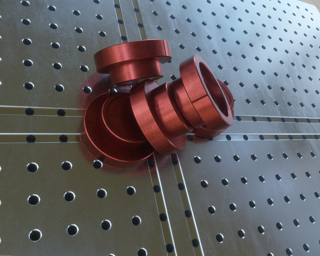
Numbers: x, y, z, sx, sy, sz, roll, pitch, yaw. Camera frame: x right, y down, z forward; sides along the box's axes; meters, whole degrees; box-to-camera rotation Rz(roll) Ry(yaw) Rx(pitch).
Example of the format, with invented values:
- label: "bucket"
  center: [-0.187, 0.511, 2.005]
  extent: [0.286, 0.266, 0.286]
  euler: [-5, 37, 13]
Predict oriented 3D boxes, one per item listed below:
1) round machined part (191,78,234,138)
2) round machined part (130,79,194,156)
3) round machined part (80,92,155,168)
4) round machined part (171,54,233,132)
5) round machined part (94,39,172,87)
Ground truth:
- label: "round machined part"
  center: [0.070, -0.038, 0.460]
  extent: [0.099, 0.042, 0.098]
  euler: [14, 56, -21]
- label: "round machined part"
  center: [0.008, -0.018, 0.384]
  extent: [0.098, 0.042, 0.098]
  euler: [53, 21, -30]
- label: "round machined part"
  center: [-0.043, -0.004, 0.378]
  extent: [0.099, 0.042, 0.098]
  euler: [14, 56, -21]
- label: "round machined part"
  center: [0.050, -0.039, 0.388]
  extent: [0.098, 0.042, 0.098]
  euler: [47, 27, -34]
- label: "round machined part"
  center: [-0.032, -0.080, 0.401]
  extent: [0.099, 0.098, 0.042]
  euler: [-13, 95, -34]
